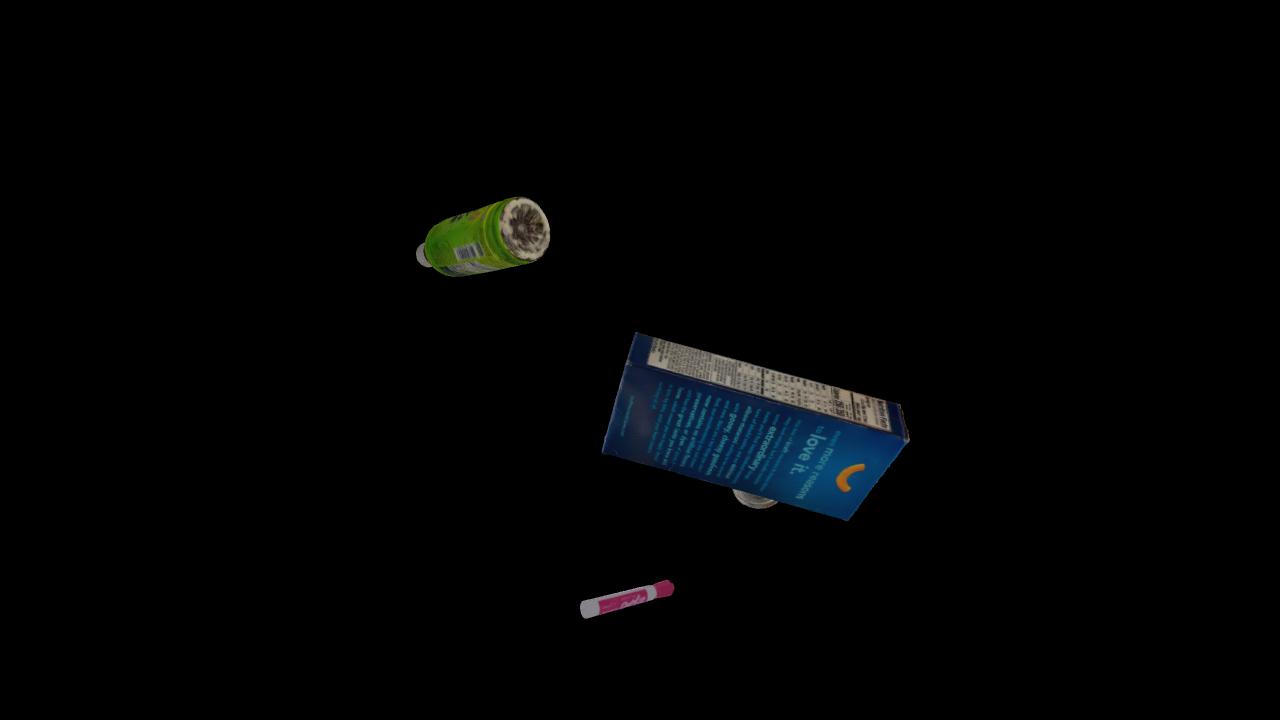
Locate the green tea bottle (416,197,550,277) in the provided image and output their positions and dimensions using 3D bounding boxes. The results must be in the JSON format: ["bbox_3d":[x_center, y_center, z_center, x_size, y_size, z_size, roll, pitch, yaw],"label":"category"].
[{"bbox_3d":[-0.194,-0.133,0.706,0.212,0.073,0.073,-2,-1,41],"label":"green tea bottle"}]

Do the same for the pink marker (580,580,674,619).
[{"bbox_3d":[-0.011,0.274,0.708,0.121,0.020,0.020,-1,0,-33],"label":"pink marker"}]

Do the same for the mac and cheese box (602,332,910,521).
[{"bbox_3d":[0.072,0.048,0.423,0.184,0.093,0.041,16,39,0],"label":"mac and cheese box"}]

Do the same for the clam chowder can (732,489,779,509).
[{"bbox_3d":[0.156,0.141,0.818,0.068,0.068,0.102,0,24,9],"label":"clam chowder can"}]
